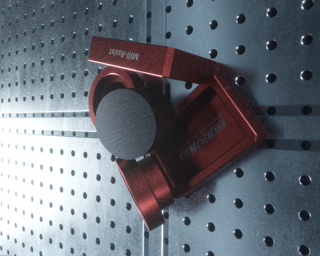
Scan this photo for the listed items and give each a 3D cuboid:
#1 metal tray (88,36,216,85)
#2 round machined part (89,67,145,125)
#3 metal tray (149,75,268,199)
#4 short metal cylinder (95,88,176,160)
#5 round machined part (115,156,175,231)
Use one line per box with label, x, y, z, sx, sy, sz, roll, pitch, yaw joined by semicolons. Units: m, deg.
metal tray;-0.011;-0.081;0.374;0.130;0.091;0.030;20;103;38
round machined part;-0.054;-0.037;0.441;0.098;0.042;0.097;0;90;39
metal tray;0.046;0.013;0.365;0.129;0.030;0.090;-44;64;31
short metal cylinder;-0.028;-0.007;0.366;0.080;0.050;0.079;5;101;27
round machined part;-0.016;0.074;0.387;0.098;0.042;0.098;59;168;23
